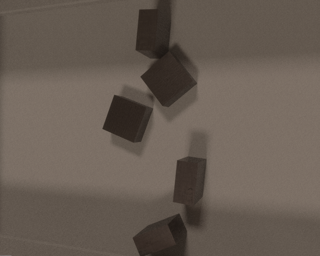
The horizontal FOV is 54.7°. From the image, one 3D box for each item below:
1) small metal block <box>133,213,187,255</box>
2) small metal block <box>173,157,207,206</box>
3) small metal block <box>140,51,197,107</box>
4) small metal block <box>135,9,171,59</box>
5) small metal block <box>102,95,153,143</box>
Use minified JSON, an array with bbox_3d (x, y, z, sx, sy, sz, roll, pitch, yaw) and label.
[{"bbox_3d":[0.001,0.136,0.396,0.050,0.050,0.025,-26,82,18],"label":"small metal block"},{"bbox_3d":[0.038,0.064,0.383,0.025,0.050,0.050,6,92,19],"label":"small metal block"},{"bbox_3d":[0.012,-0.063,0.406,0.050,0.025,0.050,-39,78,15],"label":"small metal block"},{"bbox_3d":[-0.007,-0.119,0.399,0.025,0.050,0.050,6,92,19],"label":"small metal block"},{"bbox_3d":[-0.044,-0.013,0.425,0.050,0.025,0.050,23,97,18],"label":"small metal block"}]
